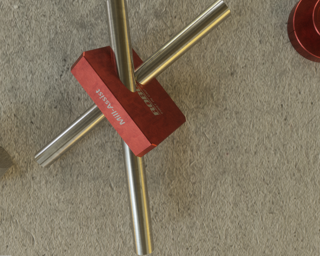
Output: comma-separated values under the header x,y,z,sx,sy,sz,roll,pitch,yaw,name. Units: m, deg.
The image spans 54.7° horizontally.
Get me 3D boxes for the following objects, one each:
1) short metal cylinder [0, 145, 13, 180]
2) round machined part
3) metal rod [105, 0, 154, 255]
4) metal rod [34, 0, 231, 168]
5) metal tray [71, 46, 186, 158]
x,y,z,sx,sy,sz,roll,pitch,yaw,name
-0.233,0.043,0.381,0.080,0.080,0.050,39,90,0,short metal cylinder
0.223,-0.138,0.403,0.099,0.042,0.097,0,90,0,round machined part
-0.035,0.003,0.369,0.025,0.025,0.298,-6,95,0,metal rod
-0.040,-0.050,0.387,0.300,0.025,0.025,-39,90,8,metal rod
-0.034,-0.039,0.377,0.030,0.091,0.130,-37,90,36,metal tray
